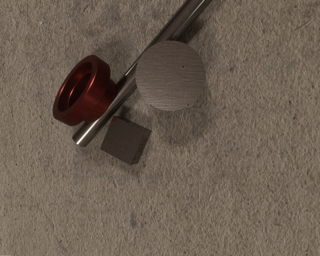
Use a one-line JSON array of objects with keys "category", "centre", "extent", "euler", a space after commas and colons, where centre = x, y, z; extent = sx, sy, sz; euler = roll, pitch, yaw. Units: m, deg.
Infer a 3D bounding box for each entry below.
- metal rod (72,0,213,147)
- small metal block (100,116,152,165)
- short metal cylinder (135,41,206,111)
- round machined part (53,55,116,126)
[{"category": "metal rod", "centre": [-0.018, -0.088, 0.414], "extent": [0.025, 0.025, 0.299], "euler": [46, 104, 14]}, {"category": "small metal block", "centre": [-0.047, 0.016, 0.424], "extent": [0.050, 0.025, 0.050], "euler": [26, 98, 17]}, {"category": "short metal cylinder", "centre": [0.014, -0.065, 0.377], "extent": [0.080, 0.050, 0.079], "euler": [1, 104, 5]}, {"category": "round machined part", "centre": [-0.097, -0.045, 0.416], "extent": [0.098, 0.042, 0.098], "euler": [-29, 44, 33]}]
